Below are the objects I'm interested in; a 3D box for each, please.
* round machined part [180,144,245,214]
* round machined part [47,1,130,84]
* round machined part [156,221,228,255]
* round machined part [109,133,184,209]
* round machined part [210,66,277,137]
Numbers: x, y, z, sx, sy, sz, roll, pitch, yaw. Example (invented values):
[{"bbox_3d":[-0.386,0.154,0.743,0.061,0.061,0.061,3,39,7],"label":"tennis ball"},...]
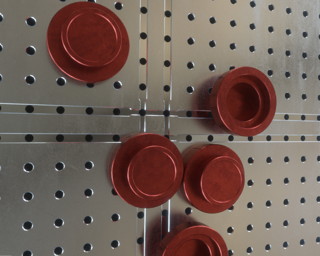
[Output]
[{"bbox_3d":[0.078,0.071,0.434,0.099,0.042,0.097,0,90,-21],"label":"round machined part"},{"bbox_3d":[-0.084,-0.104,0.373,0.099,0.042,0.097,0,90,-21],"label":"round machined part"},{"bbox_3d":[0.039,0.175,0.420,0.099,0.042,0.097,0,90,-21],"label":"round machined part"},{"bbox_3d":[-0.013,0.055,0.400,0.099,0.042,0.097,0,90,-20],"label":"round machined part"},{"bbox_3d":[0.115,-0.037,0.448,0.099,0.042,0.097,0,90,-21],"label":"round machined part"}]
